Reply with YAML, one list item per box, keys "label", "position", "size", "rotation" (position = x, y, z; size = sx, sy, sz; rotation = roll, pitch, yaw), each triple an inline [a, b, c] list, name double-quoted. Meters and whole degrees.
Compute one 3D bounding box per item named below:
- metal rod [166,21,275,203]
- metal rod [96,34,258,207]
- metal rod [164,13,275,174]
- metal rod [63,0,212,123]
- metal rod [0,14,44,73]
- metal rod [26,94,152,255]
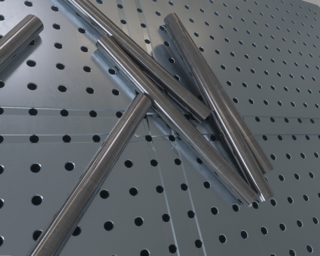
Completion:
- label: "metal rod"
  position: [0.084, -0.033, 0.463]
  size: [0.025, 0.025, 0.299]
  rotation: [-16, 73, -34]
- label: "metal rod"
  position: [0.020, -0.013, 0.426]
  size: [0.300, 0.025, 0.025]
  rotation: [47, 51, 5]
- label: "metal rod"
  position: [0.087, -0.062, 0.491]
  size: [0.025, 0.025, 0.299]
  rotation: [-18, 71, -35]
- label: "metal rod"
  position: [-0.044, -0.116, 0.454]
  size: [0.300, 0.025, 0.025]
  rotation: [42, 51, 1]
- label: "metal rod"
  position: [-0.209, -0.027, 0.311]
  size: [0.025, 0.025, 0.301]
  rotation: [30, 52, -9]
- label: "metal rod"
  position: [-0.080, 0.068, 0.323]
  size: [0.025, 0.025, 0.301]
  rotation: [34, 51, -6]
